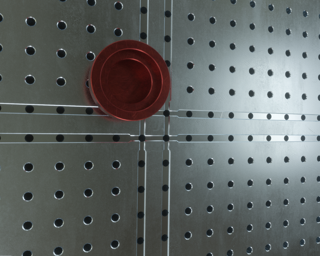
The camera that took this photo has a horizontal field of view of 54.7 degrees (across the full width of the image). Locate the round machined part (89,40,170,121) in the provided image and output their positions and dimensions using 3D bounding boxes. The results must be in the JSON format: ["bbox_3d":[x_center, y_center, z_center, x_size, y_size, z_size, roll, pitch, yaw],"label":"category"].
[{"bbox_3d":[-0.040,-0.057,0.389,0.099,0.042,0.097,0,90,-21],"label":"round machined part"}]
